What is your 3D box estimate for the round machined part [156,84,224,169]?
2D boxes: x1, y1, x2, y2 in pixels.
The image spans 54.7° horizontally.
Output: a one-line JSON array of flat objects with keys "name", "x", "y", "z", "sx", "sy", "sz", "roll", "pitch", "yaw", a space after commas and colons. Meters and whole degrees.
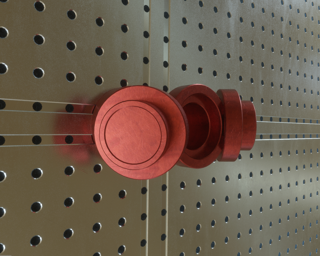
[{"name": "round machined part", "x": 0.033, "y": -0.002, "z": 0.372, "sx": 0.099, "sy": 0.042, "sz": 0.097, "roll": 0, "pitch": 90, "yaw": -40}]

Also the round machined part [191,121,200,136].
[{"name": "round machined part", "x": 0.047, "y": -0.003, "z": 0.439, "sx": 0.099, "sy": 0.042, "sz": 0.097, "roll": 0, "pitch": 90, "yaw": -40}]

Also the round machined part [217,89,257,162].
[{"name": "round machined part", "x": 0.100, "y": -0.004, "z": 0.417, "sx": 0.042, "sy": 0.098, "sz": 0.097, "roll": 0, "pitch": 90, "yaw": 0}]

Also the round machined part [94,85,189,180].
[{"name": "round machined part", "x": -0.022, "y": 0.005, "z": 0.315, "sx": 0.042, "sy": 0.098, "sz": 0.097, "roll": -21, "pitch": 107, "yaw": -77}]

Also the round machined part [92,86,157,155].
[{"name": "round machined part", "x": -0.029, "y": -0.003, "z": 0.375, "sx": 0.099, "sy": 0.042, "sz": 0.097, "roll": 0, "pitch": 90, "yaw": -40}]
